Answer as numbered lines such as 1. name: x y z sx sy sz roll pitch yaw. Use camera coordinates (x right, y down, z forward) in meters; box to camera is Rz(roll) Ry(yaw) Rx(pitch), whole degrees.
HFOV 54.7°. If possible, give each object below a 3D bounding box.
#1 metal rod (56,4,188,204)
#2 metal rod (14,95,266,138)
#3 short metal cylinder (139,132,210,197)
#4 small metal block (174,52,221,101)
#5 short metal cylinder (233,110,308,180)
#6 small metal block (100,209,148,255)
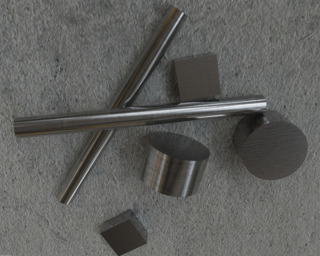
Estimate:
1. metal rod: -0.058 -0.018 0.402 0.025 0.025 0.299 31 107 -11
2. metal rod: -0.018 -0.015 0.381 0.302 0.025 0.025 -6 110 -7
3. short metal cylinder: 0.018 0.044 0.397 0.081 0.080 0.050 13 110 -5
4. small metal block: 0.046 -0.064 0.386 0.050 0.025 0.050 -9 110 3
5. short metal cylinder: 0.142 0.021 0.405 0.081 0.050 0.079 0 110 0
6. small metal block: -0.053 0.158 0.468 0.050 0.025 0.050 -28 108 10
